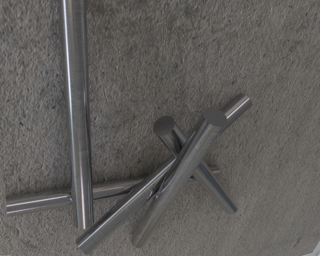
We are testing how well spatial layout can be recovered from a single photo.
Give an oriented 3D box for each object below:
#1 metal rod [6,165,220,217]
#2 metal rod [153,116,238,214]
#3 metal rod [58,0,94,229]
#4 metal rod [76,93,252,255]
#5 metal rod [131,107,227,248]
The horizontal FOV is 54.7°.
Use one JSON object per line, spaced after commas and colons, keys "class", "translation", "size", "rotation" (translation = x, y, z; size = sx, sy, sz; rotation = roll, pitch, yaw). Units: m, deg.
{"class": "metal rod", "translation": [-0.046, 0.082, 0.432], "size": [0.303, 0.025, 0.025], "rotation": [-4, 121, -26]}
{"class": "metal rod", "translation": [0.066, 0.071, 0.443], "size": [0.025, 0.025, 0.300], "rotation": [-41, 140, 0]}
{"class": "metal rod", "translation": [-0.087, -0.017, 0.330], "size": [0.025, 0.025, 0.298], "rotation": [-8, 117, -24]}
{"class": "metal rod", "translation": [0.012, 0.056, 0.423], "size": [0.301, 0.025, 0.025], "rotation": [-41, 130, -10]}
{"class": "metal rod", "translation": [0.009, 0.086, 0.397], "size": [0.025, 0.025, 0.298], "rotation": [-5, 142, -26]}
